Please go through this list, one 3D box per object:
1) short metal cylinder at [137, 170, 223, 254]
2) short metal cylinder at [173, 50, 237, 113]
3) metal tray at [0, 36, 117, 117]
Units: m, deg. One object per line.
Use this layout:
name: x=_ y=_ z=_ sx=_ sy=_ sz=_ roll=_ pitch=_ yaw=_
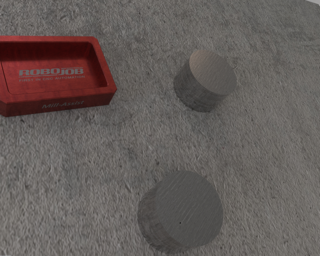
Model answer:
short metal cylinder: x=0.022 y=0.093 z=0.342 sx=0.081 sy=0.050 sz=0.080 roll=14 pitch=56 yaw=-21
short metal cylinder: x=0.067 y=-0.070 z=0.467 sx=0.081 sy=0.050 sz=0.080 roll=14 pitch=56 yaw=-21
metal tray: x=-0.128 y=-0.066 z=0.371 sx=0.131 sy=0.030 sz=0.090 roll=-10 pitch=67 yaw=-33
